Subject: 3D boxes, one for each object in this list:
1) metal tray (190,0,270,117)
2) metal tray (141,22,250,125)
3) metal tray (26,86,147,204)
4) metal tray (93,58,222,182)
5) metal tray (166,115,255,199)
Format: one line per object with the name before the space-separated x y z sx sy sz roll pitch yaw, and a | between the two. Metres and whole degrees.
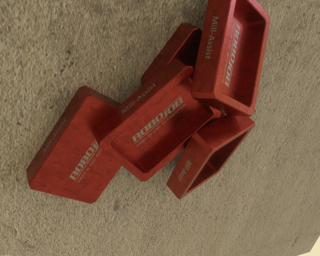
metal tray | 0.084 -0.086 0.356 0.091 0.030 0.129 17 82 -46
metal tray | 0.051 -0.059 0.398 0.131 0.030 0.090 30 101 -38
metal tray | -0.086 0.025 0.373 0.090 0.030 0.130 28 103 -38
metal tray | 0.000 -0.006 0.364 0.130 0.030 0.090 -41 130 0
metal tray | 0.066 0.038 0.422 0.091 0.030 0.129 -27 154 -32
